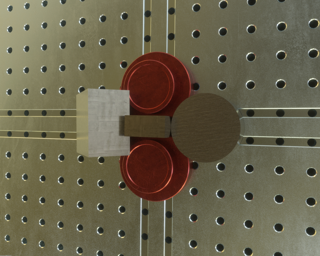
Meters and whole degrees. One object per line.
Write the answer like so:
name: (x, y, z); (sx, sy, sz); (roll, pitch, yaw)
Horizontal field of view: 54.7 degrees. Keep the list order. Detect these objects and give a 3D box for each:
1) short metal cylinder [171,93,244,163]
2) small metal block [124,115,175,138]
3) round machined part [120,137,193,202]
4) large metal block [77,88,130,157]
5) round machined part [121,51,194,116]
short metal cylinder: (0.059, 0.000, 0.377); (0.080, 0.050, 0.080); (0, 90, 20)
small metal block: (-0.009, -0.002, 0.379); (0.050, 0.050, 0.025); (2, 91, 20)
round machined part: (-0.009, 0.048, 0.407); (0.098, 0.042, 0.097); (0, 90, 20)
large metal block: (-0.077, -0.006, 0.404); (0.050, 0.080, 0.080); (0, 90, -25)
round machined part: (-0.008, -0.052, 0.406); (0.098, 0.042, 0.097); (0, 90, 20)
